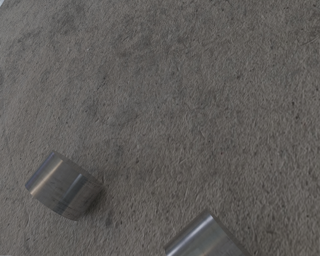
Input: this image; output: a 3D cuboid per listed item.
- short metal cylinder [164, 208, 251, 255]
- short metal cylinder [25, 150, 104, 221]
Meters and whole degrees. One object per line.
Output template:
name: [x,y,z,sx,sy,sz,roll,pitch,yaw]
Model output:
short metal cylinder: [0.050,0.117,0.271,0.050,0.080,0.080,-42,51,-1]
short metal cylinder: [-0.118,0.071,0.387,0.080,0.080,0.050,29,78,37]
